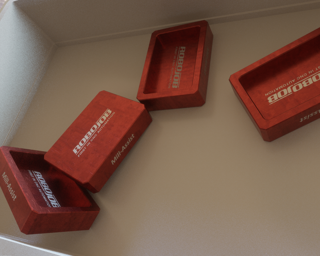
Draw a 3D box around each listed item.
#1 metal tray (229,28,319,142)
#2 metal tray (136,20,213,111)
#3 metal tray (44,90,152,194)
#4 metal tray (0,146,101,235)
[{"bbox_3d":[0.157,-0.052,0.351,0.130,0.030,0.090,-28,52,10],"label":"metal tray"},{"bbox_3d":[0.024,-0.090,0.445,0.090,0.030,0.130,-4,60,26],"label":"metal tray"},{"bbox_3d":[-0.083,0.013,0.424,0.090,0.030,0.130,21,65,33],"label":"metal tray"},{"bbox_3d":[-0.145,0.075,0.391,0.130,0.090,0.030,40,105,39],"label":"metal tray"}]
